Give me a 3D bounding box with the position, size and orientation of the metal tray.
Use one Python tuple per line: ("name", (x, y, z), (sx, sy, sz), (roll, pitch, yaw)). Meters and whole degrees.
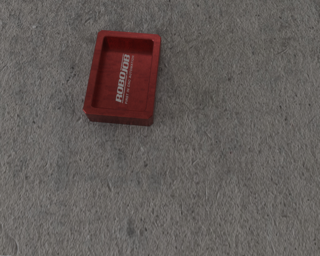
("metal tray", (-0.049, -0.071, 0.431), (0.090, 0.030, 0.130), (5, 70, 2))
